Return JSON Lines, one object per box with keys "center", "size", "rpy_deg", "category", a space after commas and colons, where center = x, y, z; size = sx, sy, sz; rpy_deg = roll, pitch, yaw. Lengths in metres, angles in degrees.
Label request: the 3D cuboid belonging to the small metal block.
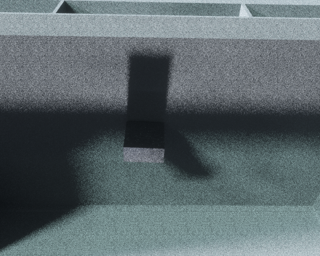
{"center": [-0.020, 0.018, 0.403], "size": [0.050, 0.050, 0.025], "rpy_deg": [2, 130, -3], "category": "small metal block"}
